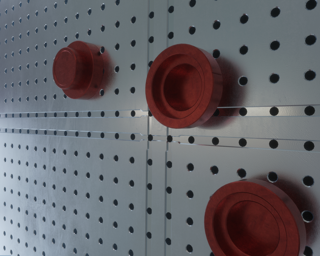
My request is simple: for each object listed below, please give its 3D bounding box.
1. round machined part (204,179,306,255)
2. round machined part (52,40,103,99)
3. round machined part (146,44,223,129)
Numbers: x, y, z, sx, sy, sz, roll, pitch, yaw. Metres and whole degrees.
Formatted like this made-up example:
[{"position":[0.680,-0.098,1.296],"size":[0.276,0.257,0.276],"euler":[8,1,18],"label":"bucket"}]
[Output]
[{"position":[0.098,0.101,0.318],"size":[0.098,0.042,0.097],"euler":[0,90,40],"label":"round machined part"},{"position":[-0.143,-0.097,0.518],"size":[0.098,0.042,0.097],"euler":[0,90,40],"label":"round machined part"},{"position":[0.032,-0.048,0.372],"size":[0.098,0.042,0.097],"euler":[0,90,40],"label":"round machined part"}]
